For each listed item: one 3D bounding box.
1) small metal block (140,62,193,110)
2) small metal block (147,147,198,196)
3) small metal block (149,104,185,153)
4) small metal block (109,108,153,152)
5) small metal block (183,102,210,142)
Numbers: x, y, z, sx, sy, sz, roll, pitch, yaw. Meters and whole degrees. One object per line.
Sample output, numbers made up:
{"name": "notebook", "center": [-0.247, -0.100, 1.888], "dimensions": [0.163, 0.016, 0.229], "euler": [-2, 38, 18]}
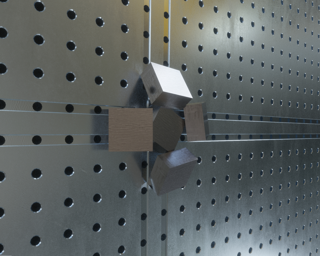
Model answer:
{"name": "small metal block", "center": [0.008, -0.054, 0.401], "dimensions": [0.050, 0.025, 0.050], "euler": [8, 49, -40]}
{"name": "small metal block", "center": [0.016, 0.057, 0.409], "dimensions": [0.050, 0.025, 0.050], "euler": [-12, 133, -40]}
{"name": "small metal block", "center": [0.002, 0.001, 0.412], "dimensions": [0.050, 0.025, 0.050], "euler": [39, 66, -34]}
{"name": "small metal block", "center": [-0.035, 0.002, 0.367], "dimensions": [0.050, 0.025, 0.050], "euler": [0, 90, -6]}
{"name": "small metal block", "center": [0.053, -0.010, 0.440], "dimensions": [0.050, 0.025, 0.050], "euler": [-29, 112, -74]}
